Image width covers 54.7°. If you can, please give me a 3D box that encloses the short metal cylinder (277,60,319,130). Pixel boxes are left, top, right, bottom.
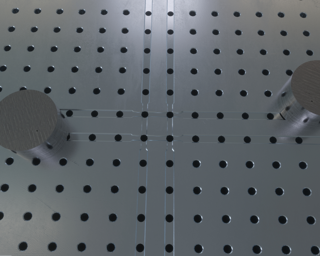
[{"bbox_3d":[0.206,-0.043,0.415,0.081,0.050,0.080,0,70,0],"label":"short metal cylinder"}]

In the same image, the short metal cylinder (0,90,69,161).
[{"bbox_3d":[-0.164,-0.002,0.398,0.081,0.050,0.080,0,70,0],"label":"short metal cylinder"}]
